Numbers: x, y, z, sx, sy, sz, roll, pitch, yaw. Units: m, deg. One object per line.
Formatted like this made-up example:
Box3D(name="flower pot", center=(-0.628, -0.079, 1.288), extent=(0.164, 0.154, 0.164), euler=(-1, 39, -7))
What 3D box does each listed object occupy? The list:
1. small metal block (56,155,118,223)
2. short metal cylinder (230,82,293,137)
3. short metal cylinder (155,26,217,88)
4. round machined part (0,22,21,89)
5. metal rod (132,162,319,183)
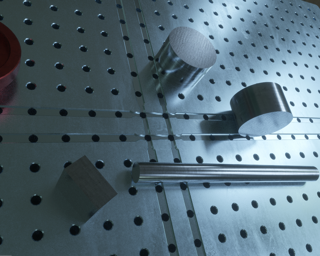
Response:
Box3D(name="small metal block", center=(-0.076, 0.063, 0.313), extent=(0.050, 0.050, 0.025), euler=(49, 51, 6))
Box3D(name="short metal cylinder", center=(0.152, -0.026, 0.471), extent=(0.081, 0.080, 0.050), euler=(4, 60, -26))
Box3D(name="short metal cylinder", center=(0.040, -0.109, 0.480), extent=(0.081, 0.050, 0.080), euler=(14, 56, -21))
Box3D(name="round machined part", center=(-0.204, -0.075, 0.333), extent=(0.099, 0.042, 0.098), euler=(14, 56, -21))
Box3D(name="metal rod", center=(0.107, 0.062, 0.427), extent=(0.302, 0.025, 0.025), euler=(4, 60, -26))
